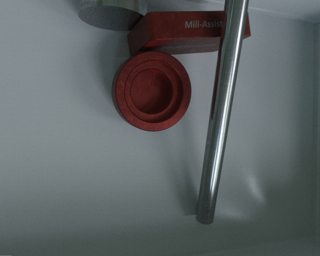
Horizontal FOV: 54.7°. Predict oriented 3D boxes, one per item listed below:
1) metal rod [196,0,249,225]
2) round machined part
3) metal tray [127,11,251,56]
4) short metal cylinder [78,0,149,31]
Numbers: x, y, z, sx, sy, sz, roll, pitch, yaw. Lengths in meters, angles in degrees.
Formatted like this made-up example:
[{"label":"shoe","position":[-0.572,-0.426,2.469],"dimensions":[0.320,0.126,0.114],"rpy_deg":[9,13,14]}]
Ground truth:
[{"label":"metal rod","position":[0.073,-0.009,0.382],"dimensions":[0.025,0.025,0.298],"rpy_deg":[-5,114,-20]},{"label":"round machined part","position":[-0.013,-0.046,0.393],"dimensions":[0.099,0.042,0.097],"rpy_deg":[-3,98,-22]},{"label":"metal tray","position":[0.034,-0.117,0.389],"dimensions":[0.131,0.090,0.030],"rpy_deg":[-9,93,-20]},{"label":"short metal cylinder","position":[-0.053,-0.151,0.362],"dimensions":[0.081,0.080,0.050],"rpy_deg":[3,89,-20]}]
